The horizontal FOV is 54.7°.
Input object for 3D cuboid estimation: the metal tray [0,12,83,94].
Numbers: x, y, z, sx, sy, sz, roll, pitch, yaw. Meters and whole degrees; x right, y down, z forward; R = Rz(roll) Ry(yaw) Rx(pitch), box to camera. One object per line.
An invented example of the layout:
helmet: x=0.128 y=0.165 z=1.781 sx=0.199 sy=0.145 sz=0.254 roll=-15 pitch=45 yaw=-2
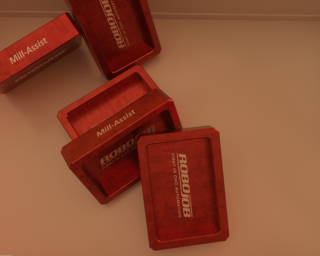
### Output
metal tray: x=-0.165 y=-0.094 z=0.403 sx=0.130 sy=0.090 sz=0.030 roll=-36 pitch=102 yaw=-10

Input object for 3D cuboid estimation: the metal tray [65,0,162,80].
metal tray: x=-0.058 y=-0.137 z=0.404 sx=0.090 sy=0.130 sz=0.030 roll=-32 pitch=46 yaw=-11

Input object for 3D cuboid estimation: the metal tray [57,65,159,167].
metal tray: x=-0.055 y=-0.015 z=0.411 sx=0.131 sy=0.030 sz=0.090 roll=-34 pitch=74 yaw=-12

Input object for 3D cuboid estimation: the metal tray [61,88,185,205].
metal tray: x=-0.035 y=0.023 z=0.363 sx=0.131 sy=0.090 sz=0.030 roll=-34 pitch=47 yaw=-11

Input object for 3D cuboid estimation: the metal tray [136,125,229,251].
metal tray: x=0.026 y=0.067 z=0.354 sx=0.091 sy=0.030 sz=0.129 roll=-7 pitch=96 yaw=-3
